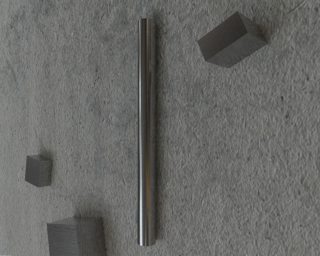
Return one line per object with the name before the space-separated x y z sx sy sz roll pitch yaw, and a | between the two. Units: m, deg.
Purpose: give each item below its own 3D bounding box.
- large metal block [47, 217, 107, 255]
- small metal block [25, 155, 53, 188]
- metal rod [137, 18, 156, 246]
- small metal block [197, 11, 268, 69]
large metal block | -0.133 0.189 0.496 0.080 0.050 0.080 -13 82 39
small metal block | -0.233 0.081 0.593 0.050 0.025 0.050 11 97 39
metal rod | -0.018 0.005 0.417 0.025 0.025 0.298 0 90 39
small metal block | 0.076 -0.090 0.325 0.050 0.050 0.025 -31 71 35
